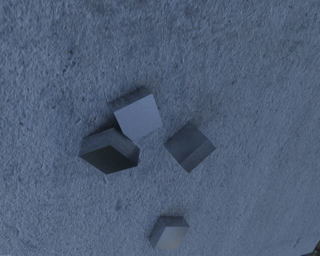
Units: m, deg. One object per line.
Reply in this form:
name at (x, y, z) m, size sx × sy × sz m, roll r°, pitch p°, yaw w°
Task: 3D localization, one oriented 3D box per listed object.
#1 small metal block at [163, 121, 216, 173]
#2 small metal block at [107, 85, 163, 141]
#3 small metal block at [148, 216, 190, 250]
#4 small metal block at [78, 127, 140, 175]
small metal block at (0.040, 0.026, 0.428) m, size 0.050 × 0.050 × 0.025 m, roll -42°, pitch 130°, yaw 1°
small metal block at (-0.029, -0.016, 0.381) m, size 0.050 × 0.025 × 0.050 m, roll -28°, pitch 128°, yaw -11°
small metal block at (0.015, 0.177, 0.525) m, size 0.050 × 0.025 × 0.050 m, roll 13°, pitch 112°, yaw -34°
small metal block at (-0.061, 0.029, 0.376) m, size 0.050 × 0.025 × 0.050 m, roll -19°, pitch 136°, yaw 28°
